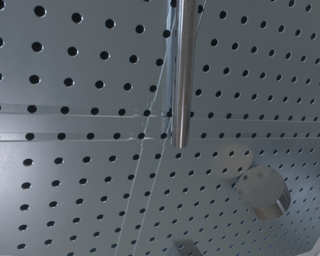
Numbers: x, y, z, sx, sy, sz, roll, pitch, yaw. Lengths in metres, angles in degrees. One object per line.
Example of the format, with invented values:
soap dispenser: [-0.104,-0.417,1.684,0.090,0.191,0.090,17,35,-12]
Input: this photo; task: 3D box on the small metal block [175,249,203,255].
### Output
small metal block: [0.051,0.265,0.604,0.050,0.025,0.050,9,114,-32]

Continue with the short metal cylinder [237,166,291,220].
short metal cylinder: [0.183,0.114,0.547,0.080,0.080,0.050,-40,130,-1]

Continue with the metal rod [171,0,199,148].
metal rod: [0.030,-0.106,0.362,0.025,0.025,0.298,-13,124,-21]
